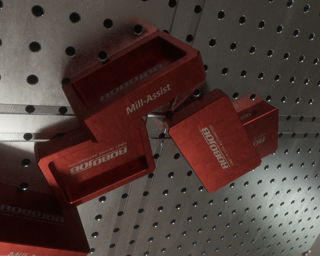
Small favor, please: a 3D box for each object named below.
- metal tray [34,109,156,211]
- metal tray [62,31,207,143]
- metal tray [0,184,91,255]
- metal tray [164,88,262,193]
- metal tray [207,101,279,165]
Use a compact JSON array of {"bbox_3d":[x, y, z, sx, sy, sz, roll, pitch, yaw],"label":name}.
[{"bbox_3d":[-0.076,0.040,0.391,0.131,0.030,0.089,-23,127,-15],"label":"metal tray"},{"bbox_3d":[-0.030,-0.049,0.323,0.131,0.090,0.030,-31,129,-9],"label":"metal tray"},{"bbox_3d":[-0.152,0.112,0.355,0.131,0.090,0.030,27,104,-38],"label":"metal tray"},{"bbox_3d":[0.076,0.021,0.436,0.090,0.030,0.130,-32,116,5],"label":"metal tray"},{"bbox_3d":[0.127,0.022,0.494,0.131,0.030,0.090,-25,128,-14],"label":"metal tray"}]
